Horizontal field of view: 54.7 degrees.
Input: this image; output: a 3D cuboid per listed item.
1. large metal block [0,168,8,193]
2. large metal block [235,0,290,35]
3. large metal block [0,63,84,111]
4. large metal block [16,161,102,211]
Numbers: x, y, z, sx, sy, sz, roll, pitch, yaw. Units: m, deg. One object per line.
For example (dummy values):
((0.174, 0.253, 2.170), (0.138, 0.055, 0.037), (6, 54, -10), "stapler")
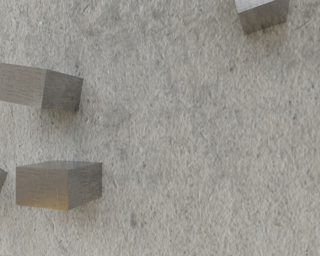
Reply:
((-0.301, 0.099, 0.483), (0.050, 0.080, 0.080), (26, 99, 18), "large metal block")
((0.105, -0.159, 0.342), (0.050, 0.080, 0.080), (-15, 85, 19), "large metal block")
((-0.169, -0.056, 0.438), (0.080, 0.080, 0.050), (11, 94, 19), "large metal block")
((-0.136, 0.075, 0.426), (0.080, 0.080, 0.050), (0, 90, 19), "large metal block")
